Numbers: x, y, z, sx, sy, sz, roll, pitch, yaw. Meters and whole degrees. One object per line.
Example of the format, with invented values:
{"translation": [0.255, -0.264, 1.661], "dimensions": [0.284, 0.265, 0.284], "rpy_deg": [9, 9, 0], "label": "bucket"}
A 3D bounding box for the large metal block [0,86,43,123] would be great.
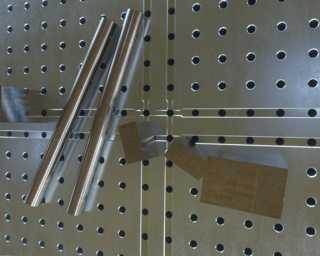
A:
{"translation": [-0.237, -0.033, 0.467], "dimensions": [0.080, 0.080, 0.050], "rpy_deg": [0, 90, 20], "label": "large metal block"}

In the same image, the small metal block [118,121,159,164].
{"translation": [-0.027, 0.018, 0.409], "dimensions": [0.025, 0.050, 0.050], "rpy_deg": [-16, 85, 19], "label": "small metal block"}

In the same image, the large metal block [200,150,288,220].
{"translation": [0.096, 0.058, 0.349], "dimensions": [0.080, 0.080, 0.050], "rpy_deg": [8, 93, 19], "label": "large metal block"}

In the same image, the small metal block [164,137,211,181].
{"translation": [0.039, 0.036, 0.385], "dimensions": [0.050, 0.050, 0.025], "rpy_deg": [34, 102, 17], "label": "small metal block"}

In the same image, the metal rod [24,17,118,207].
{"translation": [-0.134, -0.018, 0.459], "dimensions": [0.025, 0.025, 0.298], "rpy_deg": [28, 99, 17], "label": "metal rod"}

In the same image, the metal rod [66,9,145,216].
{"translation": [-0.079, -0.017, 0.440], "dimensions": [0.025, 0.025, 0.298], "rpy_deg": [20, 97, 19], "label": "metal rod"}
